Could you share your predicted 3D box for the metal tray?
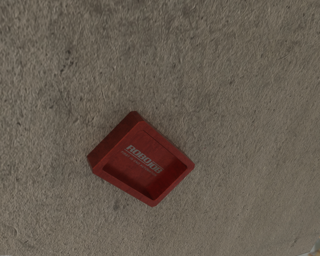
[{"bbox_3d":[-0.022,0.047,0.424,0.090,0.030,0.130,-46,130,3],"label":"metal tray"}]
